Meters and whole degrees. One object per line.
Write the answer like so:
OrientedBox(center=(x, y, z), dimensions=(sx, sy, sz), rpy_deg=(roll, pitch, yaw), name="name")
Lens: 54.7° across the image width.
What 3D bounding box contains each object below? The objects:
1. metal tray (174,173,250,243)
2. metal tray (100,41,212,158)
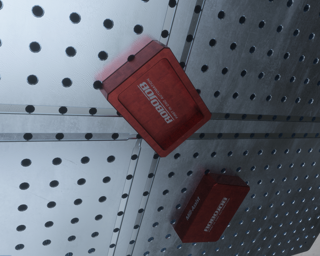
OrientedBox(center=(0.092, 0.145, 0.551), dimensions=(0.091, 0.030, 0.129), rpy_deg=(13, 112, -34), name="metal tray")
OrientedBox(center=(0.000, -0.031, 0.390), dimensions=(0.090, 0.030, 0.130), rpy_deg=(-41, 130, -1), name="metal tray")
